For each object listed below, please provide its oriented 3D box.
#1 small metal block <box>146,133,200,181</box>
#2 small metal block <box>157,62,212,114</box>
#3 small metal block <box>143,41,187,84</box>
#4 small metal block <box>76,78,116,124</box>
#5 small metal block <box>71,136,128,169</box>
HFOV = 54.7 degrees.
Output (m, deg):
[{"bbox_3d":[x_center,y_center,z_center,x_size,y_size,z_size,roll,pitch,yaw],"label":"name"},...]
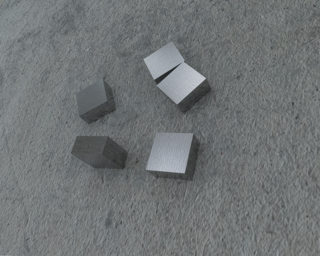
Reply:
[{"bbox_3d":[0.017,0.034,0.374,0.050,0.025,0.050,1,62,28],"label":"small metal block"},{"bbox_3d":[0.032,-0.055,0.421,0.050,0.025,0.050,-42,51,-1],"label":"small metal block"},{"bbox_3d":[0.010,-0.092,0.455,0.050,0.025,0.050,-31,52,8],"label":"small metal block"},{"bbox_3d":[-0.100,-0.042,0.482,0.050,0.025,0.050,-27,52,11],"label":"small metal block"},{"bbox_3d":[-0.079,0.033,0.409,0.050,0.050,0.025,-1,62,27],"label":"small metal block"}]
